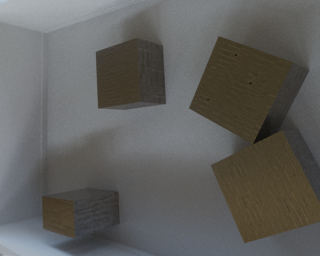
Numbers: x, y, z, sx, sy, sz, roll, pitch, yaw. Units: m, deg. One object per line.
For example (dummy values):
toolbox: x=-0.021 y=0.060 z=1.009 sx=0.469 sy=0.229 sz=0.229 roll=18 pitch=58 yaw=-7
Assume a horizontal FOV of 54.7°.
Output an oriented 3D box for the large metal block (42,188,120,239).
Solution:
large metal block: x=-0.119 y=0.125 z=0.470 sx=0.080 sy=0.081 sz=0.050 roll=-4 pitch=87 yaw=40

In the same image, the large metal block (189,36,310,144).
large metal block: x=0.089 y=-0.039 z=0.317 sx=0.080 sy=0.050 sz=0.079 roll=33 pitch=111 yaw=35

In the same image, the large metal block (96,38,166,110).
large metal block: x=-0.041 y=-0.069 z=0.424 sx=0.080 sy=0.050 sz=0.080 roll=-5 pitch=87 yaw=40

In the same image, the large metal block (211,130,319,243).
large metal block: x=0.109 y=0.055 z=0.300 sx=0.080 sy=0.050 sz=0.080 roll=-34 pitch=69 yaw=35

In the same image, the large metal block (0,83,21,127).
large metal block: x=-0.358 y=-0.049 z=0.689 sx=0.080 sy=0.050 sz=0.080 roll=-13 pitch=82 yaw=39
